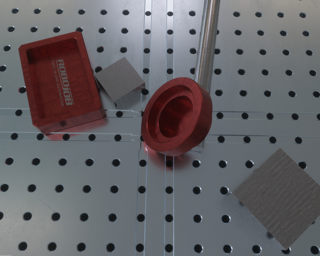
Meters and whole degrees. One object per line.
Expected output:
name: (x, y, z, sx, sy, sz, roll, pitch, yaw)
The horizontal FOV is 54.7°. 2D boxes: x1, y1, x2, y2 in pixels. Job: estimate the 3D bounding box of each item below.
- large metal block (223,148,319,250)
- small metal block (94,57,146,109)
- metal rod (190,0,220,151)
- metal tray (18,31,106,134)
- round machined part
large metal block: (0.137, 0.084, 0.369, 0.080, 0.050, 0.080, -39, 75, -13)
small metal block: (-0.055, -0.063, 0.434, 0.050, 0.025, 0.050, -34, 74, -12)
metal rod: (0.067, -0.112, 0.453, 0.025, 0.025, 0.299, 8, 70, 3)
metal tray: (-0.137, -0.065, 0.431, 0.091, 0.030, 0.130, -17, 71, -6)
round machined part: (0.026, -0.011, 0.389, 0.098, 0.042, 0.098, -23, 54, 37)
